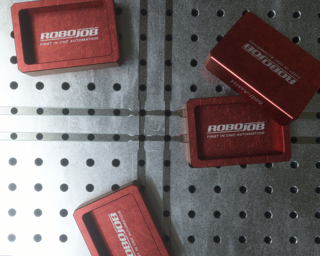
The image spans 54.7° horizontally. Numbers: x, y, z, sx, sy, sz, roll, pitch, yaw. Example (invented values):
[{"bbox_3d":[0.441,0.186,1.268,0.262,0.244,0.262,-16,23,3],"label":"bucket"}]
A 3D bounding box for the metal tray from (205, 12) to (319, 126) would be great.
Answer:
[{"bbox_3d":[0.135,-0.076,0.393,0.130,0.030,0.090,39,73,6],"label":"metal tray"}]

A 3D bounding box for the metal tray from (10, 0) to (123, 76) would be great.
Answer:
[{"bbox_3d":[-0.121,-0.122,0.409,0.131,0.030,0.089,-7,90,-1],"label":"metal tray"}]

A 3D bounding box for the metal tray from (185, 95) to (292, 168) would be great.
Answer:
[{"bbox_3d":[0.102,0.003,0.412,0.131,0.030,0.089,-4,90,-1],"label":"metal tray"}]

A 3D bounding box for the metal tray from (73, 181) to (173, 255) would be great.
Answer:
[{"bbox_3d":[-0.045,0.147,0.410,0.090,0.030,0.129,-25,90,-1],"label":"metal tray"}]
